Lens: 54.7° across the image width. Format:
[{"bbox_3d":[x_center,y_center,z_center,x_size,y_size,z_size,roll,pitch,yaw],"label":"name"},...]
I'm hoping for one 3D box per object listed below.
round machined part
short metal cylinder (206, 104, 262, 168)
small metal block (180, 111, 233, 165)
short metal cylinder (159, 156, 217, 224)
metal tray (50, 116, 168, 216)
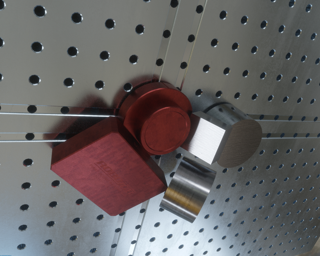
[{"bbox_3d":[-0.001,-0.005,0.391,0.099,0.042,0.097,-14,124,-21],"label":"round machined part"},{"bbox_3d":[0.100,0.011,0.452,0.081,0.050,0.079,-14,124,-21],"label":"short metal cylinder"},{"bbox_3d":[0.060,0.012,0.407,0.025,0.050,0.050,-15,129,-55],"label":"small metal block"},{"bbox_3d":[0.040,0.086,0.438,0.050,0.080,0.079,26,110,8],"label":"short metal cylinder"},{"bbox_3d":[-0.059,0.054,0.389,0.090,0.030,0.130,-29,130,9],"label":"metal tray"}]
